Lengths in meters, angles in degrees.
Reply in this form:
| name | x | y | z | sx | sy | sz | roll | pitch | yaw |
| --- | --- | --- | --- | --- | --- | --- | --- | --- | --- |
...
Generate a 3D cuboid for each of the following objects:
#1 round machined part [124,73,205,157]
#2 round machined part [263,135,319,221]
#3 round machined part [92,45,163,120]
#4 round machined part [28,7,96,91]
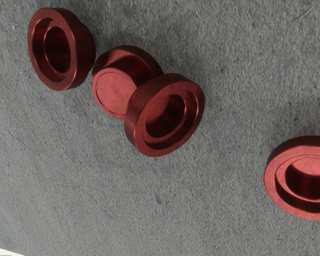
| name | x | y | z | sx | sy | sz | roll | pitch | yaw |
| --- | --- | --- | --- | --- | --- | --- | --- | --- | --- |
| round machined part | 0.001 | -0.018 | 0.357 | 0.042 | 0.099 | 0.097 | 41 | 137 | 39 |
| round machined part | 0.167 | 0.050 | 0.338 | 0.098 | 0.042 | 0.097 | 13 | 124 | 21 |
| round machined part | -0.045 | -0.050 | 0.388 | 0.098 | 0.042 | 0.097 | 13 | 124 | 21 |
| round machined part | -0.118 | -0.098 | 0.387 | 0.098 | 0.042 | 0.097 | 14 | 114 | 35 |
